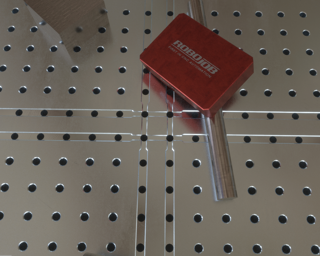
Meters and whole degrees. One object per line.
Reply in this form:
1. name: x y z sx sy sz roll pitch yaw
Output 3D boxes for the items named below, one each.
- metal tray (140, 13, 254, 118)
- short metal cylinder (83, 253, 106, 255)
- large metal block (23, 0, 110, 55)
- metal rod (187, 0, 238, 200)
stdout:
1. metal tray: 0.047 -0.087 0.418 0.090 0.030 0.130 -47 66 -2
2. short metal cylinder: -0.061 0.175 0.318 0.050 0.080 0.080 10 70 3
3. large metal block: -0.136 -0.171 0.460 0.080 0.050 0.080 -43 76 -14
4. metal rod: 0.069 -0.053 0.431 0.025 0.025 0.299 -5 70 -2
